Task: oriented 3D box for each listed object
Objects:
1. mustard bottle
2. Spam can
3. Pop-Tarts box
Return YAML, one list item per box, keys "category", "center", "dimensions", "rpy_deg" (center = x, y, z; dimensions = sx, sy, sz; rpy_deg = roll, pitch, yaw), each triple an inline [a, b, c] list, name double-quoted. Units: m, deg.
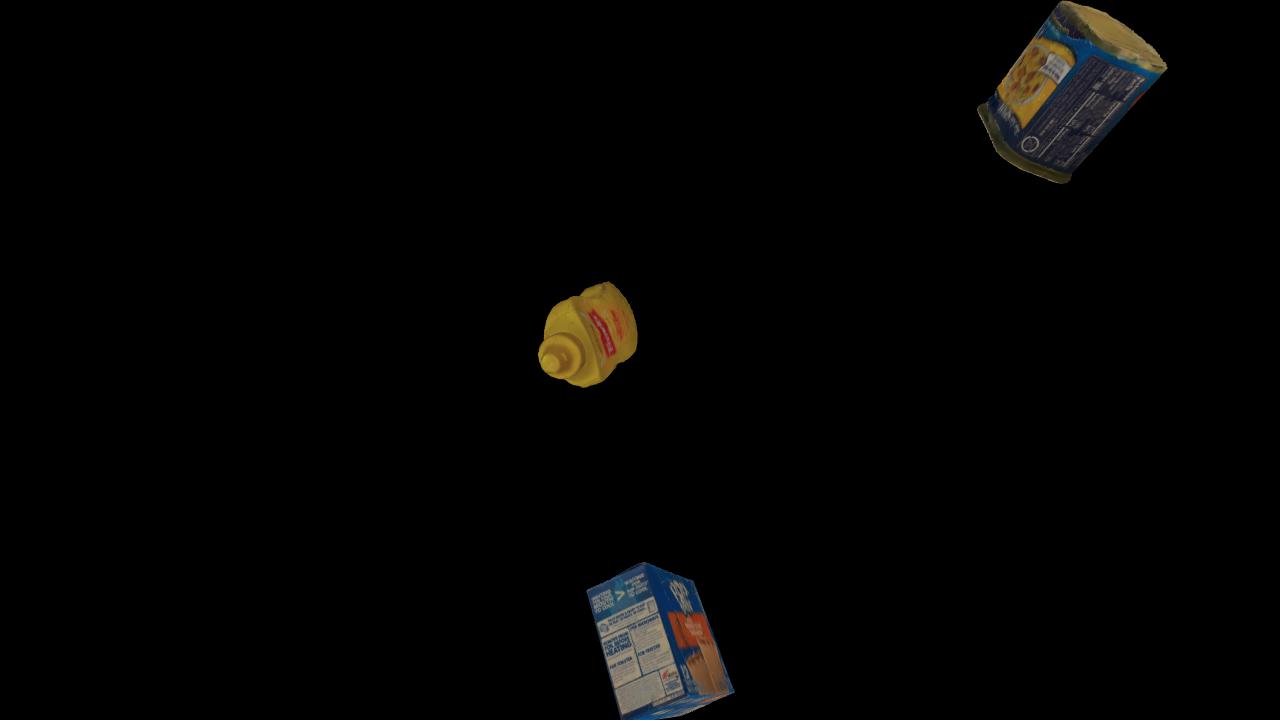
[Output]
- category: "mustard bottle"
  center: [-0.055, -0.021, 0.619]
  dimensions: [0.054, 0.092, 0.184]
  rpy_deg: [-10, 13, 19]
- category: "Spam can"
  center: [0.296, -0.189, 0.430]
  dimensions: [0.058, 0.101, 0.085]
  rpy_deg: [18, -44, -5]
- category: "Pop-Tarts box"
  center: [0.027, 0.327, 0.711]
  dimensions: [0.083, 0.141, 0.167]
  rpy_deg: [-29, -34, 10]
